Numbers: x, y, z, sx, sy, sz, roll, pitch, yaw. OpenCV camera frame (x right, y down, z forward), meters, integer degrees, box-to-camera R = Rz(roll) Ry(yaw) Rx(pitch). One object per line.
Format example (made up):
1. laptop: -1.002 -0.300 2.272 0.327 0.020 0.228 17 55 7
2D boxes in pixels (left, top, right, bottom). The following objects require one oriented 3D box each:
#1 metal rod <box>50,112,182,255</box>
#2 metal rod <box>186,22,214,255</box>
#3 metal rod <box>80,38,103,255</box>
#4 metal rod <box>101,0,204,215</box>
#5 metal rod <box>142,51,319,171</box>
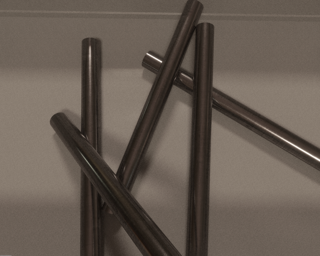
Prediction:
1. metal rod: -0.048 0.064 0.316 0.025 0.025 0.300 -38 48 -13
2. metal rod: 0.052 0.008 0.388 0.025 0.025 0.299 4 77 1
3. metal rod: -0.090 0.015 0.402 0.025 0.025 0.299 -4 70 -2
4. metal rod: -0.005 -0.035 0.402 0.025 0.025 0.299 20 78 7
5. metal rod: 0.106 -0.021 0.418 0.301 0.025 0.025 32 73 10
